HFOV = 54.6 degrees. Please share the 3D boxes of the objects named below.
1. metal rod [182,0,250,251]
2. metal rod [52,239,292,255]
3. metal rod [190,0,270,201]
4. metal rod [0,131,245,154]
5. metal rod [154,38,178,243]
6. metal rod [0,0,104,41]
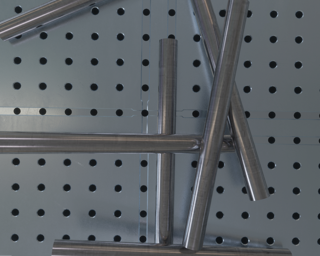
[{"bbox_3d":[0.066,-0.002,0.373,0.025,0.025,0.298,10,93,0],"label":"metal rod"},{"bbox_3d":[0.023,0.159,0.390,0.302,0.025,0.025,6,90,-10],"label":"metal rod"},{"bbox_3d":[0.083,-0.058,0.396,0.025,0.025,0.299,-15,83,0],"label":"metal rod"},{"bbox_3d":[-0.034,0.019,0.374,0.302,0.025,0.025,1,90,-16],"label":"metal rod"},{"bbox_3d":[0.008,0.033,0.413,0.025,0.025,0.298,1,90,0],"label":"metal rod"},{"bbox_3d":[-0.073,-0.185,0.412,0.301,0.025,0.025,-23,90,0],"label":"metal rod"}]
